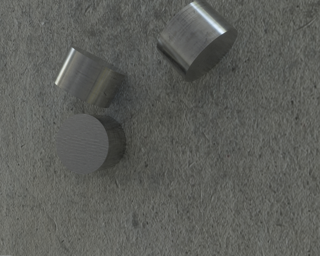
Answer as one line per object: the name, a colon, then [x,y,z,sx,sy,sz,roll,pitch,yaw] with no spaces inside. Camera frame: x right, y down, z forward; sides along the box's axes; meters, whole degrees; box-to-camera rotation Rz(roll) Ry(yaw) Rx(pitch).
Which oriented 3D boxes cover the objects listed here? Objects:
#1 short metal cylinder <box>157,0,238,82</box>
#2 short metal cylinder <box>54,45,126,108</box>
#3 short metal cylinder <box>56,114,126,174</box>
short metal cylinder: [0.044,-0.100,0.364,0.080,0.080,0.050,-44,76,15]
short metal cylinder: [-0.092,-0.068,0.412,0.080,0.080,0.050,33,101,17]
short metal cylinder: [-0.094,0.021,0.429,0.080,0.050,0.080,0,90,20]
